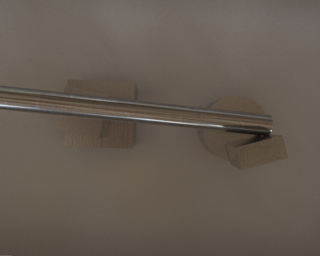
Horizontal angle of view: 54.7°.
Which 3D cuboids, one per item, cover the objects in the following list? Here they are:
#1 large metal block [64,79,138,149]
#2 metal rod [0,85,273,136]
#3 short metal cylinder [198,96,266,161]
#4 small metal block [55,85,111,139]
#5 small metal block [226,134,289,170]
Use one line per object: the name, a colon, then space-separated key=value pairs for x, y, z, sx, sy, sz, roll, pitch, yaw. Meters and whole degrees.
large metal block: x=-0.072 y=-0.017 z=0.395 sx=0.081 sy=0.050 sz=0.079 roll=3 pitch=90 yaw=-1
metal rod: x=-0.023 y=-0.018 z=0.339 sx=0.302 sy=0.025 sz=0.025 roll=6 pitch=90 yaw=-8
short metal cylinder: x=0.092 y=0.001 z=0.398 sx=0.081 sy=0.050 sz=0.079 roll=0 pitch=90 yaw=-1
small metal block: x=-0.087 y=-0.018 z=0.359 sx=0.050 sy=0.025 sz=0.050 roll=13 pitch=89 yaw=-1
small metal block: x=0.107 y=0.026 z=0.348 sx=0.050 sy=0.050 sz=0.025 roll=-14 pitch=90 yaw=0
